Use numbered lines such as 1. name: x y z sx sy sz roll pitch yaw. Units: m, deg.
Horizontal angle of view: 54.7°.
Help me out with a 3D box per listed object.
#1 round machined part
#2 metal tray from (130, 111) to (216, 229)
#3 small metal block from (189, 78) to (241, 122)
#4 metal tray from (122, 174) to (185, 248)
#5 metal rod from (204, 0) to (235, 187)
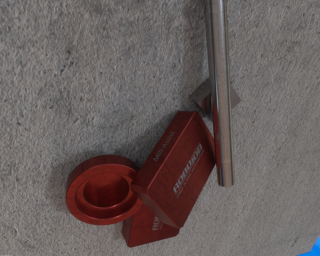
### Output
1. round machined part: -0.069 0.074 0.397 0.099 0.042 0.097 -7 120 -12
2. metal tray: 0.027 0.052 0.408 0.130 0.030 0.090 -56 130 -28
3. small metal block: 0.076 -0.041 0.425 0.050 0.025 0.050 -43 130 1
4. metal tray: -0.005 0.119 0.476 0.091 0.030 0.129 -4 120 -27
5. metal rod: 0.075 -0.055 0.384 0.025 0.025 0.298 -18 117 -19
